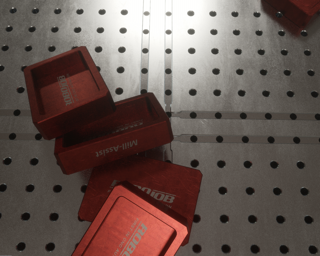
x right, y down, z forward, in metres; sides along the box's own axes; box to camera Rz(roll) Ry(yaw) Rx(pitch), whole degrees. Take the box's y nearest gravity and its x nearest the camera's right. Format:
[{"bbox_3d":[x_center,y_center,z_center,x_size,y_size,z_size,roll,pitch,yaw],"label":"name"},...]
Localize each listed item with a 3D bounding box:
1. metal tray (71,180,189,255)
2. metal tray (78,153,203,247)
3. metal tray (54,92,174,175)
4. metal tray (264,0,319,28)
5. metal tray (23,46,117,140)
[{"bbox_3d":[-0.040,0.135,0.333,0.090,0.030,0.130,32,91,4],"label":"metal tray"},{"bbox_3d":[-0.022,0.083,0.379,0.131,0.030,0.090,14,71,4],"label":"metal tray"},{"bbox_3d":[-0.058,0.002,0.380,0.131,0.030,0.090,-17,31,-7],"label":"metal tray"},{"bbox_3d":[0.240,-0.231,0.496,0.130,0.030,0.090,-41,75,-14],"label":"metal tray"},{"bbox_3d":[-0.119,-0.051,0.397,0.091,0.030,0.130,-24,46,-9],"label":"metal tray"}]
